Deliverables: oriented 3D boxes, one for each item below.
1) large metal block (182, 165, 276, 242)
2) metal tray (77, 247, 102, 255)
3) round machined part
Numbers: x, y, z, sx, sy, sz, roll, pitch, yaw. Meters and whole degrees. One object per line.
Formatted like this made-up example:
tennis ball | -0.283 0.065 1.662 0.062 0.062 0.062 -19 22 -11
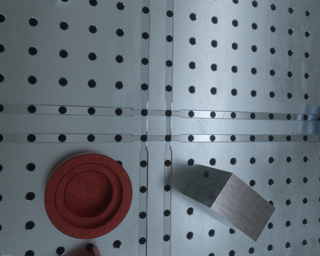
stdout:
large metal block | 0.090 0.098 0.417 0.080 0.080 0.050 39 78 -16
metal tray | -0.114 0.217 0.368 0.131 0.030 0.090 -27 99 -18
round machined part | -0.086 0.078 0.372 0.099 0.042 0.097 0 90 -20
